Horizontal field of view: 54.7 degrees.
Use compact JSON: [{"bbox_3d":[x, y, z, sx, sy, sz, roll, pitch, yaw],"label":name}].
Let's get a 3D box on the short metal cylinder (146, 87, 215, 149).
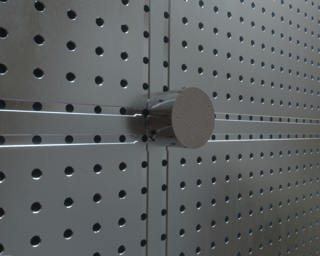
[{"bbox_3d":[0.029,-0.013,0.419,0.081,0.050,0.079,0,90,-40],"label":"short metal cylinder"}]
